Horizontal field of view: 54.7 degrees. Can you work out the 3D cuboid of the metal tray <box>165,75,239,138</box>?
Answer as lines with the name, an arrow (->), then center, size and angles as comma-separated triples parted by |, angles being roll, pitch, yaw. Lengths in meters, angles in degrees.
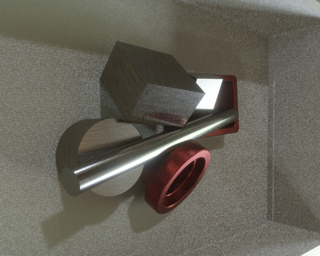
metal tray -> 0.064, -0.033, 0.456 | 0.131, 0.030, 0.089 | -6, 94, -40

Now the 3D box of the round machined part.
round machined part -> 0.015, 0.056, 0.388 | 0.099, 0.042, 0.097 | -38, 149, -27

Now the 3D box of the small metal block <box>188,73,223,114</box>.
small metal block -> 0.053, -0.048, 0.423 | 0.050, 0.025, 0.050 | -6, 120, -40

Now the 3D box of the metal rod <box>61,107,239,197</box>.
metal rod -> 0.019, 0.012, 0.369 | 0.302, 0.025, 0.025 | -20, 103, -49

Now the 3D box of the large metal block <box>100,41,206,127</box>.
large metal block -> -0.010, -0.049, 0.352 | 0.081, 0.080, 0.050 | 4, 130, -39

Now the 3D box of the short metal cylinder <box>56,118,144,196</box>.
short metal cylinder -> -0.063, 0.030, 0.336 | 0.081, 0.050, 0.079 | 0, 90, -40
